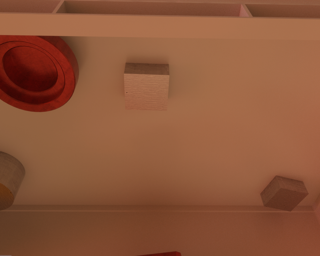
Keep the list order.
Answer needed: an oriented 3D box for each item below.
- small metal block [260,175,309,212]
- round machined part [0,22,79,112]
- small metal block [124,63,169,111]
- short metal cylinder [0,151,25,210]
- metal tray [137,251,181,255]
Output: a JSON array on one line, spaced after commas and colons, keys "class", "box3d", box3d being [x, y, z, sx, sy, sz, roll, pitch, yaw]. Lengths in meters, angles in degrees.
[{"class": "small metal block", "box3d": [0.201, 0.107, 0.504, 0.050, 0.025, 0.050, 14, 129, -12]}, {"class": "round machined part", "box3d": [-0.138, -0.068, 0.338, 0.099, 0.042, 0.097, -1, 130, 0]}, {"class": "small metal block", "box3d": [-0.016, -0.048, 0.368, 0.050, 0.025, 0.050, 2, 130, -2]}, {"class": "short metal cylinder", "box3d": [-0.248, 0.078, 0.455, 0.081, 0.050, 0.079, 0, 130, 0]}, {"class": "metal tray", "box3d": [-0.004, 0.227, 0.444, 0.090, 0.030, 0.129, -10, 130, 7]}]
